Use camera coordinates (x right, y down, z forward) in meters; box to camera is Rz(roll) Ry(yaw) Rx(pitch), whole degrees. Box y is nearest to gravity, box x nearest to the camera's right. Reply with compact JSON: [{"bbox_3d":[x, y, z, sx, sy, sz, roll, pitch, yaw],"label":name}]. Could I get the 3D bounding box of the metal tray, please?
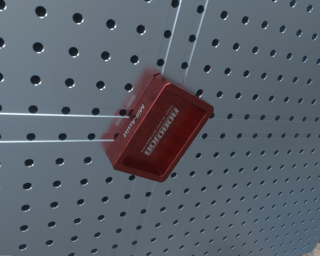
[{"bbox_3d":[0.001,0.005,0.411,0.090,0.030,0.129,24,106,-37],"label":"metal tray"}]
